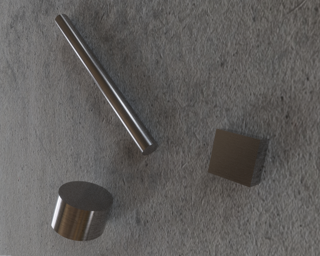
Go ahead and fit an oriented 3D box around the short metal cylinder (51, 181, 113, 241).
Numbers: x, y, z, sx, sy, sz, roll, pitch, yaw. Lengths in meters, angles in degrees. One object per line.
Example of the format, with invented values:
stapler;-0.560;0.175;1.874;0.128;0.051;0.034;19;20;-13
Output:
short metal cylinder;-0.116;0.122;0.462;0.080;0.081;0.050;29;108;36

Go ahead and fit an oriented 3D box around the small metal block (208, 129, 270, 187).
small metal block;0.084;0.030;0.334;0.050;0.025;0.050;16;100;38

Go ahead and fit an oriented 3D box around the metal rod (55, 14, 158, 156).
metal rod;-0.092;-0.080;0.478;0.025;0.025;0.300;-51;61;28
